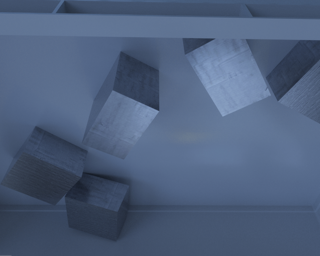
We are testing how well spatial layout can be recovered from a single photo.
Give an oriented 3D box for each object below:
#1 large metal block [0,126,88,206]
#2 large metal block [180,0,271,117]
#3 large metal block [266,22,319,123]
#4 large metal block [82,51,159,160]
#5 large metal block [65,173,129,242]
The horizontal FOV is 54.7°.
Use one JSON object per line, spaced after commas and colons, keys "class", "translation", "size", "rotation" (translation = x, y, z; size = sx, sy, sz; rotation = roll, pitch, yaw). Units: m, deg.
{"class": "large metal block", "translation": [-0.162, 0.056, 0.438], "size": [0.080, 0.050, 0.080], "rotation": [30, 124, -24]}
{"class": "large metal block", "translation": [0.064, -0.073, 0.312], "size": [0.050, 0.080, 0.080], "rotation": [-25, 126, 19]}
{"class": "large metal block", "translation": [0.183, -0.057, 0.347], "size": [0.080, 0.050, 0.080], "rotation": [23, 126, -19]}
{"class": "large metal block", "translation": [-0.043, -0.026, 0.351], "size": [0.050, 0.080, 0.080], "rotation": [24, 126, -19]}
{"class": "large metal block", "translation": [-0.096, 0.123, 0.484], "size": [0.080, 0.050, 0.079], "rotation": [14, 130, 7]}
